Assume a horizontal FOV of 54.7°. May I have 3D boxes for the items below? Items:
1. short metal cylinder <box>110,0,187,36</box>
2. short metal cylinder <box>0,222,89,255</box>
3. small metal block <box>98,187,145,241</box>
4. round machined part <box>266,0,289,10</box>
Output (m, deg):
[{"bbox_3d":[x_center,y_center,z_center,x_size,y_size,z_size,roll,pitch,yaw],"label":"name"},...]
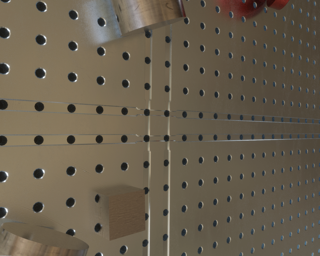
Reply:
[{"bbox_3d":[-0.014,-0.143,0.361,0.081,0.080,0.050,-26,107,-37],"label":"short metal cylinder"},{"bbox_3d":[-0.112,0.122,0.280,0.080,0.080,0.050,28,73,-37],"label":"short metal cylinder"},{"bbox_3d":[-0.045,0.101,0.371,0.050,0.025,0.050,-2,91,-40],"label":"small metal block"},{"bbox_3d":[0.212,-0.266,0.551,0.042,0.098,0.098,17,77,-3],"label":"round machined part"}]
